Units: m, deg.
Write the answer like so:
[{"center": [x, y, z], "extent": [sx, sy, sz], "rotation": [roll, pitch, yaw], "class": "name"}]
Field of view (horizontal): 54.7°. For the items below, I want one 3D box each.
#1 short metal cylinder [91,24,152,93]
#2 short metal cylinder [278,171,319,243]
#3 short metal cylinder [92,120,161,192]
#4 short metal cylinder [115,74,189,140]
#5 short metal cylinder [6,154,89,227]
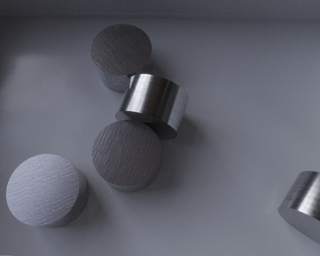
[{"center": [-0.051, -0.096, 0.431], "extent": [0.081, 0.050, 0.080], "rotation": [0, 70, 0], "class": "short metal cylinder"}, {"center": [0.183, 0.093, 0.348], "extent": [0.080, 0.080, 0.050], "rotation": [35, 74, 12], "class": "short metal cylinder"}, {"center": [-0.039, 0.036, 0.383], "extent": [0.081, 0.050, 0.080], "rotation": [0, 70, 0], "class": "short metal cylinder"}, {"center": [-0.010, -0.024, 0.389], "extent": [0.080, 0.080, 0.050], "rotation": [16, 71, 6], "class": "short metal cylinder"}, {"center": [-0.130, 0.076, 0.368], "extent": [0.081, 0.050, 0.080], "rotation": [0, 70, 0], "class": "short metal cylinder"}]
